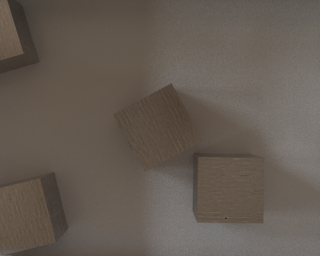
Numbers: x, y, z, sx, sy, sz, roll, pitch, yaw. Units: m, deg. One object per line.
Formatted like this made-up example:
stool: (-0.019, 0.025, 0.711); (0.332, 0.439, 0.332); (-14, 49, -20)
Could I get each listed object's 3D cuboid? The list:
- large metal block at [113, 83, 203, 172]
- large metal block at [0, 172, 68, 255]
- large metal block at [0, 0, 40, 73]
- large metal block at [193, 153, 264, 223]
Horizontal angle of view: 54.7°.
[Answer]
large metal block: (-0.002, 0.000, 0.399); (0.080, 0.050, 0.080); (-28, 90, 0)
large metal block: (-0.174, 0.108, 0.397); (0.080, 0.050, 0.080); (-14, 90, -1)
large metal block: (-0.214, -0.116, 0.396); (0.080, 0.050, 0.080); (-17, 90, -1)
large metal block: (0.086, 0.075, 0.400); (0.081, 0.050, 0.079); (1, 90, -1)
